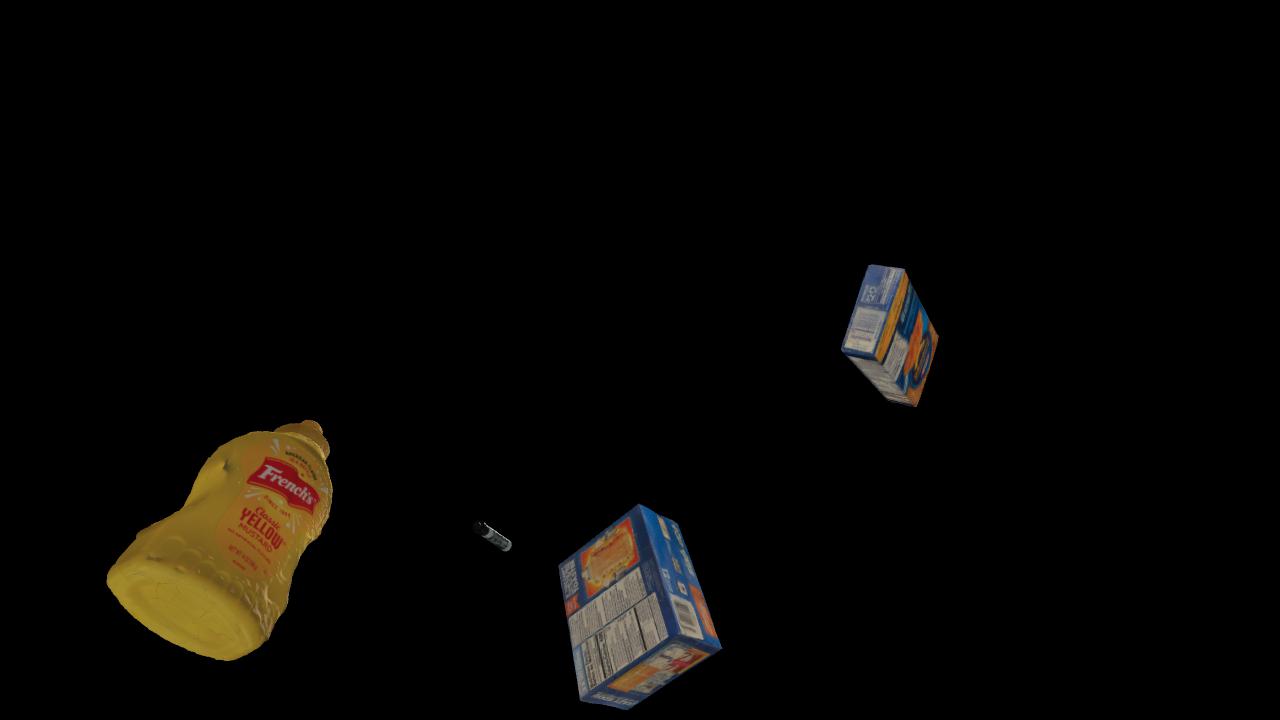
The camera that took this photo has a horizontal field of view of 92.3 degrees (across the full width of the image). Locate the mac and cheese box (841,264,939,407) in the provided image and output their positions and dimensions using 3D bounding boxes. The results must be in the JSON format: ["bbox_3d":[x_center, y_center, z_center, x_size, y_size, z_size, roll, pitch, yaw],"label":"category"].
[{"bbox_3d":[0.268,-0.019,0.649,0.041,0.093,0.184,13,-10,39],"label":"mac and cheese box"}]

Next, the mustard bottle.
[{"bbox_3d":[-0.259,0.099,0.420,0.054,0.092,0.184,-34,26,13],"label":"mustard bottle"}]

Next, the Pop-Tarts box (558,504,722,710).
[{"bbox_3d":[-0.007,0.279,0.704,0.083,0.141,0.167,39,18,-36],"label":"Pop-Tarts box"}]

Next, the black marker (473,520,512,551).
[{"bbox_3d":[-0.229,0.273,0.954,0.020,0.020,0.121,0,-30,12],"label":"black marker"}]
